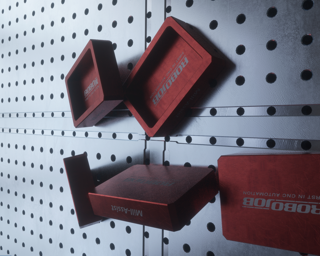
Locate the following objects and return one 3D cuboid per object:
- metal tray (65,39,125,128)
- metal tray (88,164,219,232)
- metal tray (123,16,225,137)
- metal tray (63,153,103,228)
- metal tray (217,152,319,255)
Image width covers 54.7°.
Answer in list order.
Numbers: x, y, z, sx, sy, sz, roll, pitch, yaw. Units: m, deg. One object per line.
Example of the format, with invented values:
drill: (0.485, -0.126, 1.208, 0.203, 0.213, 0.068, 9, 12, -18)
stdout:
metal tray: (-0.103, -0.061, 0.464, 0.130, 0.030, 0.090, -30, 71, 53)
metal tray: (-0.009, 0.076, 0.369, 0.130, 0.091, 0.030, -3, 105, 39)
metal tray: (0.009, -0.062, 0.396, 0.129, 0.030, 0.090, -52, 60, 27)
metal tray: (-0.113, 0.097, 0.453, 0.129, 0.030, 0.090, 126, 128, -67)
metal tray: (0.124, 0.070, 0.303, 0.130, 0.030, 0.089, -5, 87, 39)
